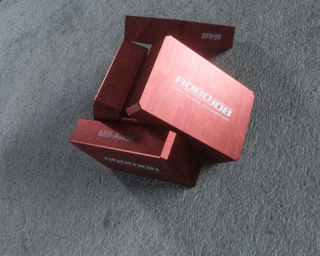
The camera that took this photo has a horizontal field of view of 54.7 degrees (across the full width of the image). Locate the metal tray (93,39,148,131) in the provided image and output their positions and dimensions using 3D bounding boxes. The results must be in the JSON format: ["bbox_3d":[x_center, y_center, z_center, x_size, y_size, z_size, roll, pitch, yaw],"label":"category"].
[{"bbox_3d":[-0.052,-0.037,0.391,0.030,0.130,0.090,21,69,-3],"label":"metal tray"}]

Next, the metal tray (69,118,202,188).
[{"bbox_3d":[-0.028,0.029,0.358,0.130,0.090,0.030,7,66,31],"label":"metal tray"}]

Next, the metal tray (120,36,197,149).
[{"bbox_3d":[0.008,-0.041,0.383,0.030,0.090,0.130,7,65,31],"label":"metal tray"}]

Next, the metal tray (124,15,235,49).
[{"bbox_3d":[0.029,-0.125,0.406,0.090,0.131,0.030,19,113,35],"label":"metal tray"}]

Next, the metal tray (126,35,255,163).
[{"bbox_3d":[0.039,-0.028,0.337,0.030,0.131,0.090,-20,46,59],"label":"metal tray"}]
